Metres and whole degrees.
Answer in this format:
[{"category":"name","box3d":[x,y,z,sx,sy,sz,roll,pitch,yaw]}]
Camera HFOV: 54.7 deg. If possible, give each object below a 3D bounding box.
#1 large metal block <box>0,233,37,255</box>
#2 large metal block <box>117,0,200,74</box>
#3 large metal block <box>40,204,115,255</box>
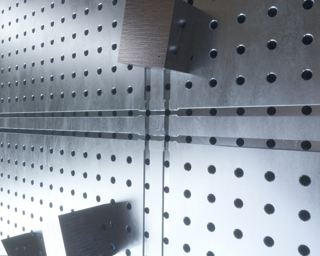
[{"category":"large metal block","box3d":[-0.297,0.280,0.634,0.080,0.050,0.080,44,116,30]},{"category":"large metal block","box3d":[-0.003,-0.116,0.394,0.080,0.050,0.079,16,100,38]},{"category":"large metal block","box3d":[-0.125,0.170,0.474,0.050,0.081,0.080,-27,73,36]}]
